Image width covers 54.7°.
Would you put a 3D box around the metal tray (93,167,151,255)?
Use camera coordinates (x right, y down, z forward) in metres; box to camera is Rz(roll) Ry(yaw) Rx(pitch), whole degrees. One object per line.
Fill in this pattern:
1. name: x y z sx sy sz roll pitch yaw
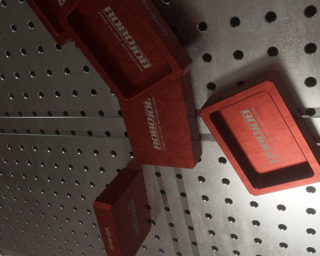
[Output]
1. metal tray: -0.054 0.139 0.481 0.030 0.090 0.129 7 122 24

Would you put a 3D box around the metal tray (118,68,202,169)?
1. metal tray: -0.001 -0.012 0.400 0.090 0.030 0.129 2 120 27

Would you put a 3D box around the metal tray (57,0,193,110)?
1. metal tray: -0.038 -0.093 0.329 0.090 0.030 0.130 -29 103 37

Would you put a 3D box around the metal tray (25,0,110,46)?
1. metal tray: -0.098 -0.166 0.354 0.130 0.030 0.090 -26 105 36

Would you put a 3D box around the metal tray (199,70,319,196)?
1. metal tray: 0.117 0.011 0.352 0.090 0.030 0.130 -25 106 36
